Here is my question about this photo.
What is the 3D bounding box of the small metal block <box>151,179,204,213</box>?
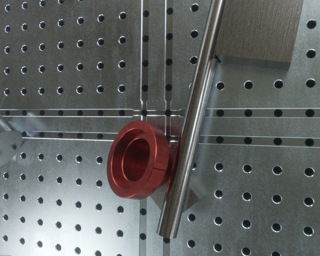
[{"bbox_3d":[0.020,0.086,0.405,0.050,0.025,0.050,-42,77,15],"label":"small metal block"}]

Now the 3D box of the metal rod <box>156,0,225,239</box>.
[{"bbox_3d":[0.042,-0.016,0.380,0.025,0.025,0.298,13,88,19],"label":"metal rod"}]

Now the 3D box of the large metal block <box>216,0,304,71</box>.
[{"bbox_3d":[0.116,-0.115,0.358,0.080,0.050,0.079,11,94,19],"label":"large metal block"}]

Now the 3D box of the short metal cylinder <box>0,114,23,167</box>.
[{"bbox_3d":[-0.262,0.021,0.474,0.050,0.080,0.080,39,102,15],"label":"short metal cylinder"}]

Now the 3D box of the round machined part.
[{"bbox_3d":[-0.022,0.042,0.395,0.098,0.042,0.098,-22,59,42],"label":"round machined part"}]
